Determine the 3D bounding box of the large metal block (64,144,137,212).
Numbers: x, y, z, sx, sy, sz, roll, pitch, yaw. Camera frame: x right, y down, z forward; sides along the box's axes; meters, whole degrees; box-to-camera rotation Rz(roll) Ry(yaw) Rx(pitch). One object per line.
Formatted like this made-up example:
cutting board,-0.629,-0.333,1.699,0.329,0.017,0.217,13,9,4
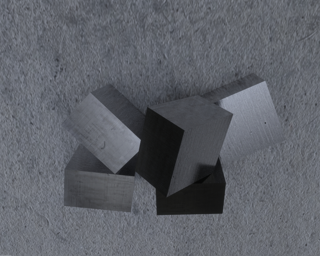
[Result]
large metal block,-0.072,0.061,0.402,0.081,0.080,0.050,6,110,-3

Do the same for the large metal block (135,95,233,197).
large metal block,0.025,0.016,0.337,0.050,0.081,0.079,34,125,34

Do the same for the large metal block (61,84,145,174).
large metal block,-0.057,-0.003,0.373,0.080,0.080,0.050,44,105,-6

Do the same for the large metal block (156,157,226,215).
large metal block,0.036,0.064,0.400,0.080,0.080,0.050,-1,121,0

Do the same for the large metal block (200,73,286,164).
large metal block,0.100,-0.013,0.392,0.080,0.050,0.080,-23,109,8
